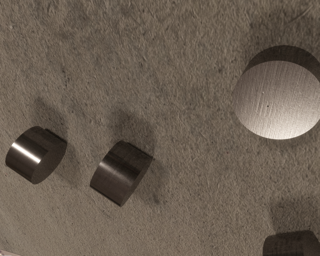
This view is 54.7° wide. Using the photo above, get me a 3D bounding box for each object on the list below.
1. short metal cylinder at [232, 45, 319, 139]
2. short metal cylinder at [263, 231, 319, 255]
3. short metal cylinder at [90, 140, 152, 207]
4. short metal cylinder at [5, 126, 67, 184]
[{"bbox_3d":[0.118,-0.036,0.306,0.080,0.050,0.079,13,124,20],"label":"short metal cylinder"},{"bbox_3d":[0.172,0.174,0.388,0.050,0.080,0.080,-24,106,36],"label":"short metal cylinder"},{"bbox_3d":[-0.054,0.064,0.438,0.050,0.080,0.079,32,128,7],"label":"short metal cylinder"},{"bbox_3d":[-0.198,0.044,0.500,0.050,0.080,0.079,32,128,7],"label":"short metal cylinder"}]
